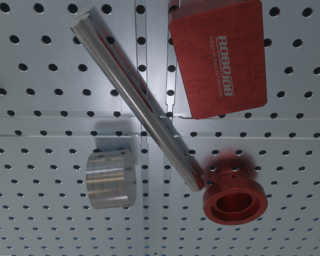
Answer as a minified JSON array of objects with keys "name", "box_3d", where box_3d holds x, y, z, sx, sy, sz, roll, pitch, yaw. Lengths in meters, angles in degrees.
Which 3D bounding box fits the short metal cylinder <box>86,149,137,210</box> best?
[{"name":"short metal cylinder","box_3d":[-0.066,0.072,0.436,0.050,0.080,0.080,-7,130,5]}]

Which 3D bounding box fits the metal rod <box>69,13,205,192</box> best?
[{"name":"metal rod","box_3d":[-0.012,-0.010,0.402,0.025,0.025,0.300,-22,127,18]}]

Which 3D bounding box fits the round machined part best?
[{"name":"round machined part","box_3d":[0.117,0.111,0.496,0.099,0.042,0.097,0,130,0]}]

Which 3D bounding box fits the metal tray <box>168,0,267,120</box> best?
[{"name":"metal tray","box_3d":[0.068,-0.074,0.346,0.090,0.030,0.129,-12,130,9]}]
